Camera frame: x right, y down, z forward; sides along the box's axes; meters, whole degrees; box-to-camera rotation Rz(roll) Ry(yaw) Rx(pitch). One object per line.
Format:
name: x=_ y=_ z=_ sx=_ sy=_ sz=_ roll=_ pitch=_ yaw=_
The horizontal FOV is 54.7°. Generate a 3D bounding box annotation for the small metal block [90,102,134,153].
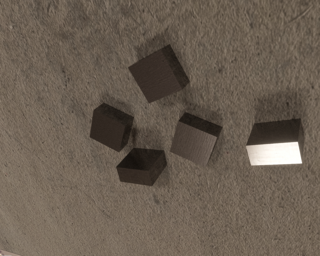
small metal block: x=-0.069 y=-0.001 z=0.441 sx=0.050 sy=0.025 sz=0.050 roll=26 pitch=128 yaw=11

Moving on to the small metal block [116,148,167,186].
small metal block: x=-0.025 y=0.053 z=0.435 sx=0.050 sy=0.050 sz=0.025 roll=3 pitch=120 yaw=26

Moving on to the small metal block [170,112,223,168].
small metal block: x=0.045 y=0.015 z=0.391 sx=0.050 sy=0.025 sz=0.050 roll=23 pitch=127 yaw=13

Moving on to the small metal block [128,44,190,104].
small metal block: x=-0.001 y=-0.063 z=0.367 sx=0.050 sy=0.025 sz=0.050 roll=-19 pitch=108 yaw=35

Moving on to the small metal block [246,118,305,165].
small metal block: x=0.125 y=0.015 z=0.333 sx=0.050 sy=0.050 sz=0.025 roll=-7 pitch=115 yaw=31
